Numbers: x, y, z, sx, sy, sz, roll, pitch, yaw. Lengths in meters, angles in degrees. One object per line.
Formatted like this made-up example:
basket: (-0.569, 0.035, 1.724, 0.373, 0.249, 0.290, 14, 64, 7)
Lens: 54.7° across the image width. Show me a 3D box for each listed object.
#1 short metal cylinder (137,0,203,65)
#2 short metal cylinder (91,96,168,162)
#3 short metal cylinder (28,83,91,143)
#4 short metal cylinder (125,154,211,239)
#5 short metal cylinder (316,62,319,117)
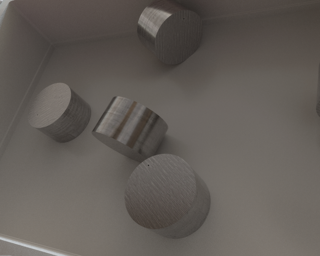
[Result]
short metal cylinder: (0.015, -0.139, 0.447, 0.080, 0.080, 0.050, -41, 51, 0)
short metal cylinder: (-0.037, 0.004, 0.386, 0.080, 0.080, 0.050, 17, 71, 34)
short metal cylinder: (-0.156, -0.024, 0.484, 0.080, 0.050, 0.080, -13, 56, 20)
short metal cylinder: (0.009, 0.075, 0.338, 0.080, 0.050, 0.080, -13, 56, 20)
short metal cylinder: (0.194, -0.039, 0.293, 0.080, 0.080, 0.050, 2, 63, 29)
